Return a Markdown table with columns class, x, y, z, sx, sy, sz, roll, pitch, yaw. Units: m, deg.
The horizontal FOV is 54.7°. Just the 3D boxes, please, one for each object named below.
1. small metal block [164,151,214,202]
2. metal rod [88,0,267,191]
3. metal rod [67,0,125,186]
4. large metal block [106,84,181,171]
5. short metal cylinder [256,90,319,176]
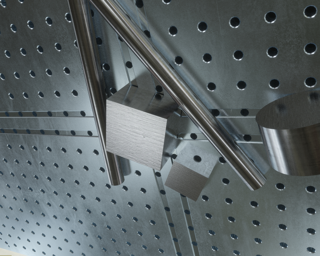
| class | x | y | z | sx | sy | sz | roll | pitch | yaw |
| --- | --- | --- | --- | --- | --- | --- | --- | --- | --- |
| small metal block | 0.040 | 0.067 | 0.431 | 0.050 | 0.025 | 0.050 | 27 | 128 | 11 |
| metal rod | 0.025 | -0.042 | 0.370 | 0.300 | 0.025 | 0.025 | 49 | 128 | -7 |
| metal rod | -0.085 | -0.045 | 0.426 | 0.025 | 0.025 | 0.298 | 7 | 122 | 24 |
| large metal block | -0.022 | -0.001 | 0.404 | 0.080 | 0.050 | 0.079 | 19 | 126 | 17 |
| short metal cylinder | 0.141 | 0.003 | 0.303 | 0.080 | 0.080 | 0.050 | -10 | 113 | 32 |
